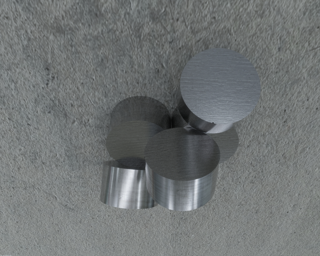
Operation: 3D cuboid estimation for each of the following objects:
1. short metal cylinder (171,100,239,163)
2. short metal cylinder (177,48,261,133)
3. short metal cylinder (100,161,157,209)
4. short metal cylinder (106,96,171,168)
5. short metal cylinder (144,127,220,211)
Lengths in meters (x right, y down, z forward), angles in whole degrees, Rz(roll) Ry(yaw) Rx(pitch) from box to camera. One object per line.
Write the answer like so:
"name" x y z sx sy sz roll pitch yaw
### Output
"short metal cylinder" 0.055 0.005 0.396 0.081 0.050 0.079 0 130 0
"short metal cylinder" 0.060 -0.038 0.332 0.081 0.080 0.050 0 168 -1
"short metal cylinder" -0.040 0.076 0.428 0.081 0.080 0.050 6 91 -5
"short metal cylinder" -0.025 0.006 0.396 0.081 0.050 0.079 0 130 0
"short metal cylinder" 0.024 0.044 0.345 0.081 0.080 0.050 -1 130 0
